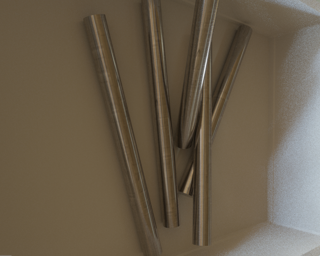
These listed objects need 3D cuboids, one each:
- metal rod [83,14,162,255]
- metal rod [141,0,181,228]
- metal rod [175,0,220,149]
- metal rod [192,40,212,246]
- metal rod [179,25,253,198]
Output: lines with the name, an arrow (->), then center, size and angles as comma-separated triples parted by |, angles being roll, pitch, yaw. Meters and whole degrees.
metal rod -> -0.041, 0.019, 0.373 | 0.025, 0.025, 0.298 | -21, 104, -38
metal rod -> 0.002, -0.016, 0.410 | 0.025, 0.025, 0.298 | -9, 96, -40
metal rod -> 0.047, -0.100, 0.355 | 0.025, 0.025, 0.298 | -25, 136, -37
metal rod -> 0.060, 0.006, 0.436 | 0.025, 0.025, 0.298 | 11, 76, -40
metal rod -> 0.091, -0.037, 0.485 | 0.025, 0.025, 0.300 | 36, 68, -35
